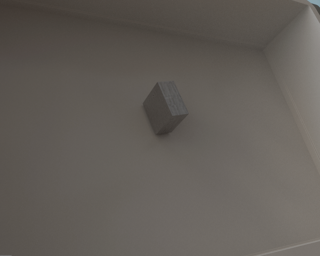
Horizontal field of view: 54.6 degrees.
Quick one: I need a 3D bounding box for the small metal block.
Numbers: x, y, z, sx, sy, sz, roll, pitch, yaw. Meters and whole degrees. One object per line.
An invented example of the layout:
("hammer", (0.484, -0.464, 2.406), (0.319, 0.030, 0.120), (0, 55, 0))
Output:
("small metal block", (0.006, -0.026, 0.404), (0.025, 0.050, 0.050), (-9, 66, -32))
